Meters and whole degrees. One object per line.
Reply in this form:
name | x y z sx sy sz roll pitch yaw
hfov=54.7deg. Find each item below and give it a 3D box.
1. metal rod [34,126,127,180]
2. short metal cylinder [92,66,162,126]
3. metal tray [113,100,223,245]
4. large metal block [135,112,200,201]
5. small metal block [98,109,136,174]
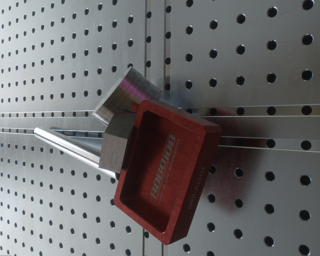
metal rod | -0.136 0.030 0.480 0.300 0.025 0.025 13 99 50
short metal cylinder | -0.043 -0.033 0.399 0.050 0.080 0.080 39 123 -15
metal tray | 0.003 0.044 0.332 0.090 0.030 0.129 26 106 37
large metal block | 0.003 0.035 0.387 0.080 0.050 0.080 -42 65 31
small metal block | -0.047 0.014 0.352 0.025 0.050 0.050 16 124 0
